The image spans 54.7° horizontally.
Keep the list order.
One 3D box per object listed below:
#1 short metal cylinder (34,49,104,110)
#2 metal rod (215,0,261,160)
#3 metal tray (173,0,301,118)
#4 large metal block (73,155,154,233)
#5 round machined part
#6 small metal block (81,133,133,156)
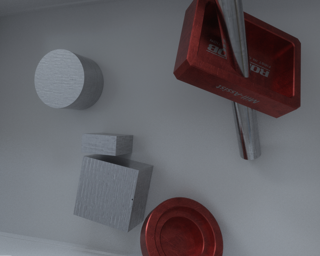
[{"bbox_3d":[-0.128,-0.067,0.441,0.080,0.050,0.079,0,90,19],"label":"short metal cylinder"},{"bbox_3d":[0.072,-0.097,0.308,0.025,0.025,0.298,-6,118,19],"label":"metal rod"},{"bbox_3d":[0.085,-0.073,0.321,0.131,0.030,0.090,19,66,-17],"label":"metal tray"},{"bbox_3d":[-0.062,0.083,0.418,0.080,0.050,0.079,12,94,19],"label":"large metal block"},{"bbox_3d":[0.023,0.137,0.374,0.098,0.099,0.042,52,144,12],"label":"round machined part"},{"bbox_3d":[-0.070,0.021,0.421,0.050,0.050,0.025,4,92,19],"label":"small metal block"}]
